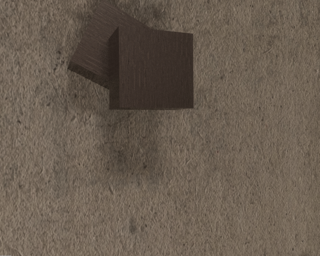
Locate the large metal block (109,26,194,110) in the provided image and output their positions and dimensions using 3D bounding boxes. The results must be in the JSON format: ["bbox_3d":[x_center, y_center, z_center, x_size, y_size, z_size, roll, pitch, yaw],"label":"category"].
[{"bbox_3d":[-0.011,-0.061,0.339,0.081,0.050,0.079,-1,91,-21],"label":"large metal block"}]

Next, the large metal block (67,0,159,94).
[{"bbox_3d":[-0.055,-0.092,0.376,0.080,0.050,0.080,27,81,-19],"label":"large metal block"}]
